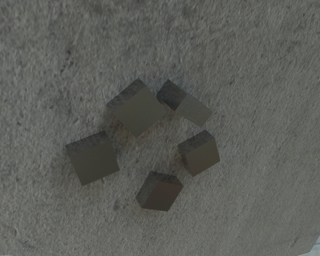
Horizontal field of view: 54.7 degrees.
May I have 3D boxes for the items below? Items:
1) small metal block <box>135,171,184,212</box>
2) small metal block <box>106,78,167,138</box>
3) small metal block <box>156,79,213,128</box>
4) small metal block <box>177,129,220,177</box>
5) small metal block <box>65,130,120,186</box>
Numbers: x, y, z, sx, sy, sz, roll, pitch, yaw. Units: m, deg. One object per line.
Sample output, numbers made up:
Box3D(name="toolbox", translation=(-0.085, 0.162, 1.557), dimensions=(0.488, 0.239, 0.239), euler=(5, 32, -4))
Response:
Box3D(name="small metal block", translation=(-0.001, 0.096, 0.468), dimensions=(0.050, 0.025, 0.050), euler=(19, 108, -36))
Box3D(name="small metal block", translation=(-0.028, -0.024, 0.378), dimensions=(0.050, 0.025, 0.050), euler=(-40, 130, -1))
Box3D(name="small metal block", translation=(0.031, -0.031, 0.390), dimensions=(0.050, 0.050, 0.025), euler=(28, 103, -38))
Box3D(name="small metal block", translation=(0.059, 0.038, 0.465), dimensions=(0.050, 0.025, 0.050), euler=(-29, 129, -11))
Box3D(name="small metal block", translation=(-0.083, 0.038, 0.386), dimensions=(0.050, 0.025, 0.050), euler=(-22, 127, -15))
